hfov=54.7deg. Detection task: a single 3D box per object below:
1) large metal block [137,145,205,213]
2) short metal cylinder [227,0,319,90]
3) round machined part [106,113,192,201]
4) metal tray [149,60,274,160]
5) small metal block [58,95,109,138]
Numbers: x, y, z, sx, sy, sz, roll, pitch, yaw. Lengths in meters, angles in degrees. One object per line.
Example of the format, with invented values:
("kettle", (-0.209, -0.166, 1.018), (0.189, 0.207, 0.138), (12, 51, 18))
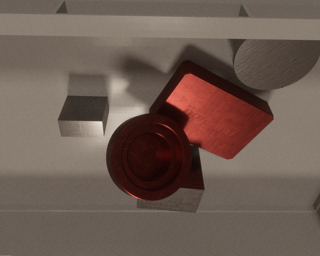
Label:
("large metal block", (0.012, 0.066, 0.430), (0.081, 0.080, 0.050), (6, 130, -6))
("short metal cylinder", (0.112, -0.085, 0.314), (0.081, 0.050, 0.080), (0, 139, 0))
("round machined part", (-0.015, 0.033, 0.364), (0.098, 0.098, 0.042), (27, 165, -21))
("metal tray", (0.063, -0.018, 0.392), (0.131, 0.030, 0.089), (23, 126, -19))
("small metal block", (-0.092, -0.015, 0.379), (0.050, 0.050, 0.025), (1, 130, -2))
